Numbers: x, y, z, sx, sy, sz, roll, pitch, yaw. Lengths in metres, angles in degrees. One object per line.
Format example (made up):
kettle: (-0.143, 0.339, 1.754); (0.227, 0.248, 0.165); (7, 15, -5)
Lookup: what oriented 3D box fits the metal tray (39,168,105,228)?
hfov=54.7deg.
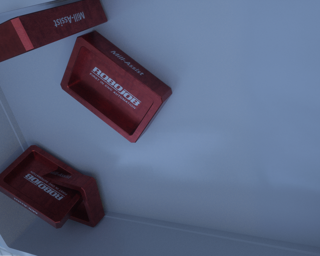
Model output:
metal tray: (-0.167, 0.119, 0.555); (0.130, 0.030, 0.089); (9, 122, 27)

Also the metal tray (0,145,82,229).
metal tray: (-0.195, 0.096, 0.526); (0.130, 0.090, 0.030); (30, 143, 8)

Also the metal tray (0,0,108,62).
metal tray: (-0.131, -0.107, 0.343); (0.090, 0.131, 0.030); (-7, 115, 31)

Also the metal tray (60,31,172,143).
metal tray: (-0.060, -0.051, 0.405); (0.130, 0.030, 0.089); (38, 129, 2)
